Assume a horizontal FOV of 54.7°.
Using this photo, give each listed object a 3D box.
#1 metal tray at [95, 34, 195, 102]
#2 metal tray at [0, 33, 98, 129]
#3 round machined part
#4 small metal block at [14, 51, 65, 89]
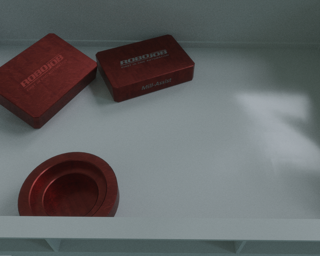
[{"bbox_3d":[-0.024,-0.096,0.483,0.131,0.030,0.090,-19,53,-16],"label":"metal tray"},{"bbox_3d":[-0.164,-0.071,0.442,0.090,0.030,0.130,35,56,4],"label":"metal tray"},{"bbox_3d":[-0.092,0.077,0.328,0.099,0.042,0.098,0,50,0],"label":"round machined part"},{"bbox_3d":[-0.184,-0.091,0.479,0.050,0.025,0.050,13,51,10],"label":"small metal block"}]
